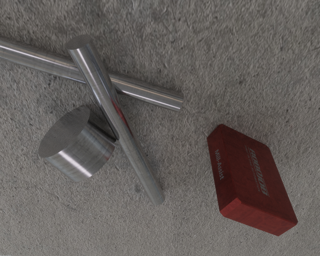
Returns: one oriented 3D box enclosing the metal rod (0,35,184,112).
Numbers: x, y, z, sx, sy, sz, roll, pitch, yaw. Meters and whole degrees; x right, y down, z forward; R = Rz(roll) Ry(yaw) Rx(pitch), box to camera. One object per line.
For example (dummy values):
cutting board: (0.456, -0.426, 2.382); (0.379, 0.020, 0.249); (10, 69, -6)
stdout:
metal rod: (-0.117, -0.071, 0.345); (0.302, 0.025, 0.025); (16, 128, -14)

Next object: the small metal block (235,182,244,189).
small metal block: (0.118, 0.072, 0.453); (0.025, 0.050, 0.050); (-22, 127, 18)

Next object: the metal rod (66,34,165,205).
metal rod: (-0.040, 0.017, 0.399); (0.025, 0.025, 0.299); (-11, 136, 9)

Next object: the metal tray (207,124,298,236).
metal tray: (0.111, 0.061, 0.391); (0.090, 0.130, 0.030); (24, 126, -19)

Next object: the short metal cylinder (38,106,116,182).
short metal cylinder: (-0.102, 0.019, 0.386); (0.080, 0.080, 0.050); (-26, 126, 20)
